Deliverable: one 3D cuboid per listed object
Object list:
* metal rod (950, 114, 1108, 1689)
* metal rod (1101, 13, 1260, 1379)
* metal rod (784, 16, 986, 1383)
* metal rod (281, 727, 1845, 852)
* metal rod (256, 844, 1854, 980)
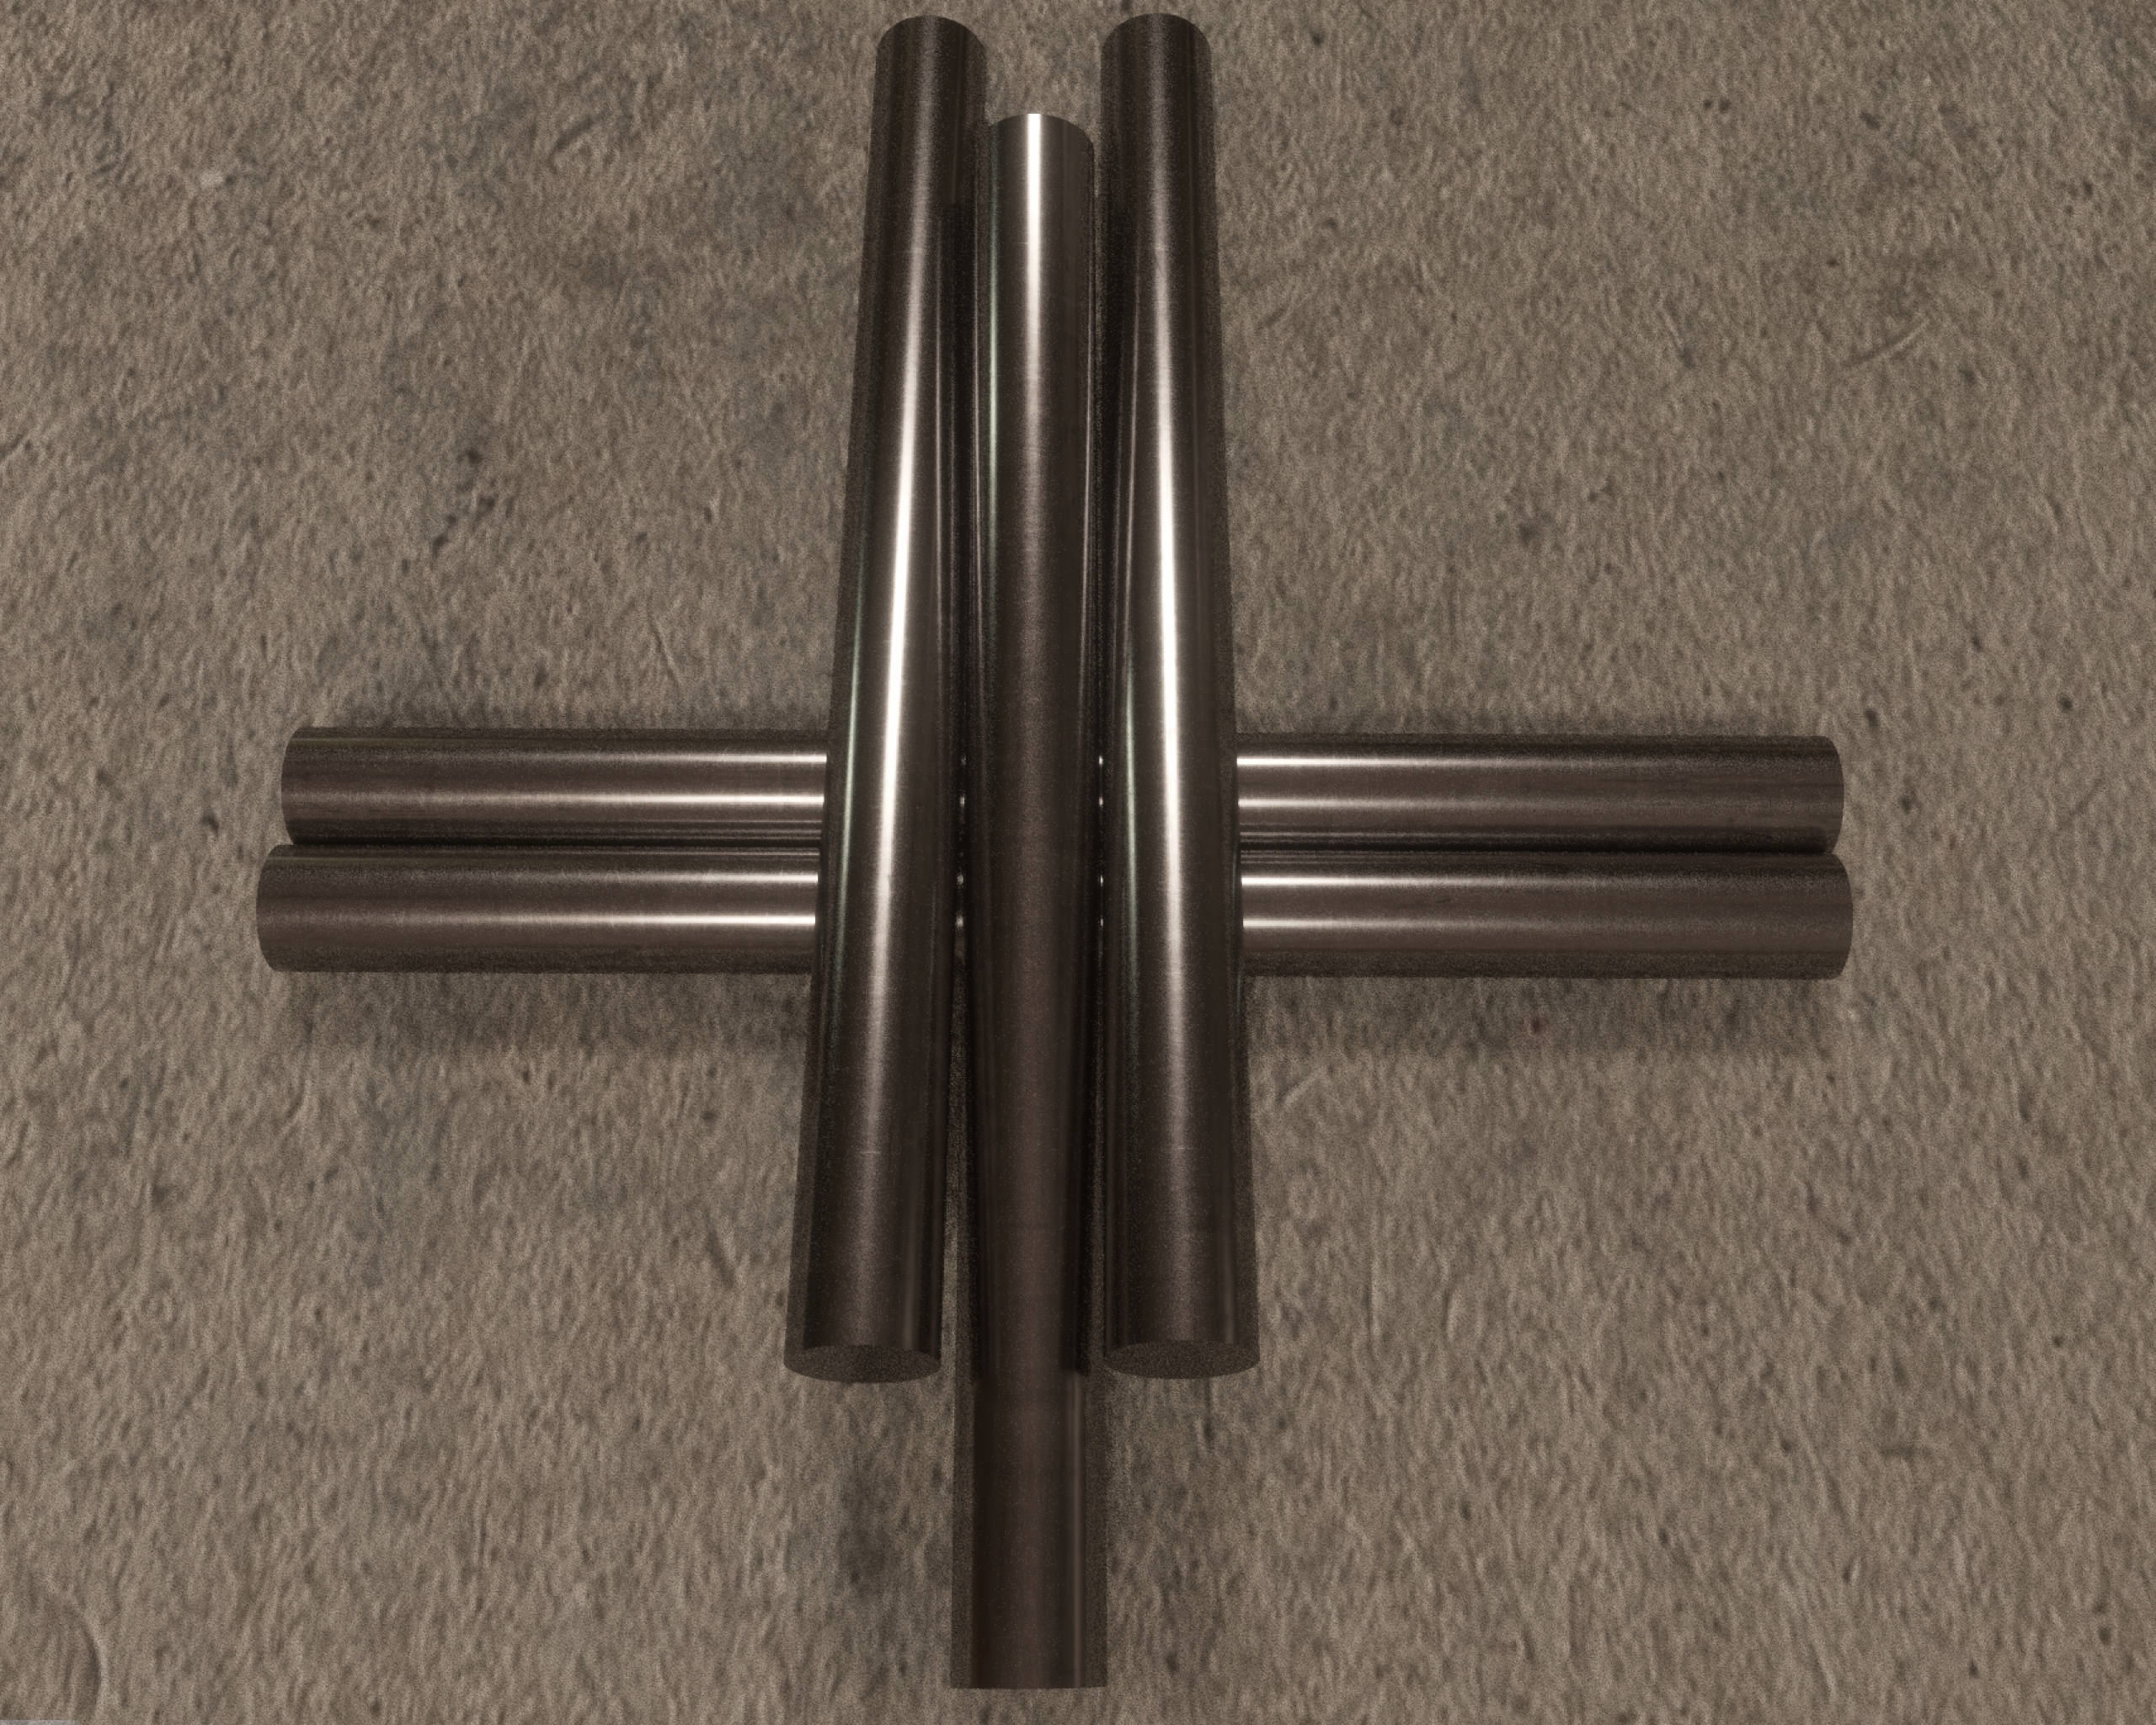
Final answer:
[{"bbox_3d":[-0.008,-0.008,0.385,0.025,0.025,0.299,0,70,-1],"label":"metal rod"},{"bbox_3d":[0.017,-0.052,0.406,0.025,0.025,0.299,0,62,0],"label":"metal rod"},{"bbox_3d":[-0.034,-0.051,0.405,0.025,0.025,0.299,0,62,0],"label":"metal rod"},{"bbox_3d":[-0.002,-0.014,0.415,0.302,0.025,0.025,0,70,-1],"label":"metal rod"},{"bbox_3d":[-0.004,0.010,0.407,0.302,0.025,0.025,0,70,-1],"label":"metal rod"}]
